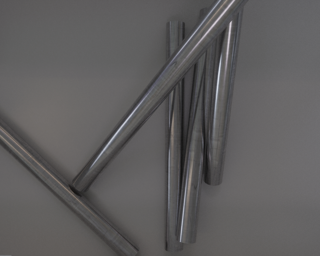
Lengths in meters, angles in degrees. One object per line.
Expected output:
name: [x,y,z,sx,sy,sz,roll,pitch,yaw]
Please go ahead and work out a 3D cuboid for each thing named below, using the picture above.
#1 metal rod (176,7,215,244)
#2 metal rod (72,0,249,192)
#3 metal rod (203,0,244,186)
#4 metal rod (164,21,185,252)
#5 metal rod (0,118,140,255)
metal rod: [0.049,-0.007,0.400,0.025,0.025,0.298,6,86,0]
metal rod: [-0.015,-0.027,0.350,0.025,0.025,0.299,41,115,0]
metal rod: [0.073,-0.064,0.349,0.025,0.025,0.298,1,116,0]
metal rod: [0.020,0.011,0.411,0.025,0.025,0.298,0,90,0]
metal rod: [-0.145,0.066,0.410,0.300,0.025,0.025,43,90,0]
